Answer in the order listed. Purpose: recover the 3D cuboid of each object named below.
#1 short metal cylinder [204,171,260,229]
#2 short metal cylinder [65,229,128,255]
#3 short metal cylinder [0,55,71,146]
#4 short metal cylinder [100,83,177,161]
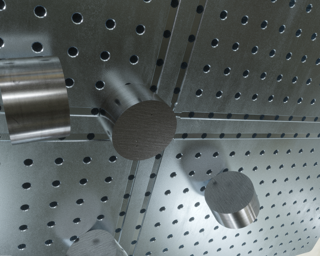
[{"bbox_3d":[0.120,0.119,0.515,0.080,0.080,0.050,-34,129,-6],"label":"short metal cylinder"},{"bbox_3d":[-0.090,0.196,0.448,0.080,0.080,0.050,-30,129,-9],"label":"short metal cylinder"},{"bbox_3d":[-0.119,-0.027,0.294,0.050,0.080,0.079,-10,123,-23],"label":"short metal cylinder"},{"bbox_3d":[-0.027,-0.008,0.376,0.081,0.050,0.079,-14,124,-21],"label":"short metal cylinder"}]
